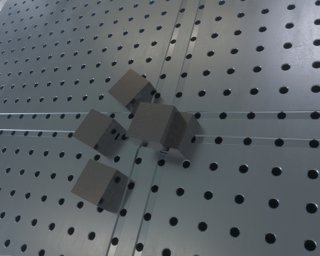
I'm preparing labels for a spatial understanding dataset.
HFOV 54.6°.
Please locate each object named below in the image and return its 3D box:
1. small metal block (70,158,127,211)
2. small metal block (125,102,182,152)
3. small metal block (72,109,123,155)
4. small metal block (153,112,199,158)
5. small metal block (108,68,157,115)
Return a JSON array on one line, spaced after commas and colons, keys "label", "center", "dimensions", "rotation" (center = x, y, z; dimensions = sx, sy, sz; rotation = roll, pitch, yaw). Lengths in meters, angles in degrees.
[{"label": "small metal block", "center": [-0.080, 0.074, 0.407], "dimensions": [0.050, 0.025, 0.050], "rotation": [16, 70, 34]}, {"label": "small metal block", "center": [-0.007, -0.002, 0.383], "dimensions": [0.050, 0.025, 0.050], "rotation": [9, 66, 32]}, {"label": "small metal block", "center": [-0.092, 0.005, 0.455], "dimensions": [0.050, 0.025, 0.050], "rotation": [23, 74, 36]}, {"label": "small metal block", "center": [0.015, 0.005, 0.398], "dimensions": [0.050, 0.025, 0.050], "rotation": [12, 68, 33]}, {"label": "small metal block", "center": [-0.042, -0.055, 0.465], "dimensions": [0.050, 0.025, 0.050], "rotation": [-47, 51, -5]}]
